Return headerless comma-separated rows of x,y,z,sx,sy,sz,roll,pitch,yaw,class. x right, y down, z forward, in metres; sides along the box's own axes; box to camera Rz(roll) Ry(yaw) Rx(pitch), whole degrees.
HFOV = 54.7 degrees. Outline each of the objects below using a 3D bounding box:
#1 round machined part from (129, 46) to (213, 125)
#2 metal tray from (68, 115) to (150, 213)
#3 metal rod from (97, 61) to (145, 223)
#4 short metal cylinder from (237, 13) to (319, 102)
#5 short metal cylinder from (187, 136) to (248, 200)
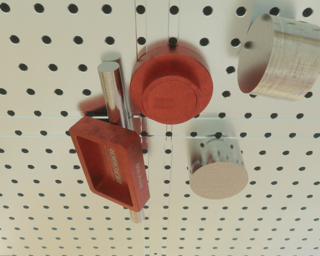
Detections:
0.013,-0.042,0.364,0.099,0.042,0.097,0,130,0,round machined part
-0.065,0.051,0.423,0.090,0.030,0.129,17,135,26,metal tray
-0.049,0.044,0.447,0.025,0.025,0.298,-3,130,2,metal rod
0.119,-0.071,0.316,0.050,0.080,0.079,9,130,-8,short metal cylinder
0.081,0.058,0.445,0.081,0.050,0.079,0,130,0,short metal cylinder
